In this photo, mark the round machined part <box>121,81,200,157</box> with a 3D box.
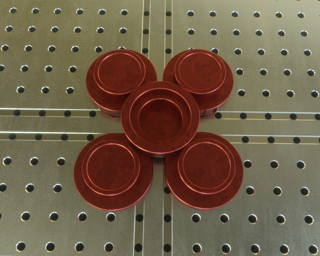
[{"bbox_3d":[0.001,-0.009,0.404,0.099,0.042,0.098,0,70,-1],"label":"round machined part"}]

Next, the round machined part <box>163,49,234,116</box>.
[{"bbox_3d":[0.053,-0.069,0.428,0.099,0.042,0.098,0,70,-1],"label":"round machined part"}]

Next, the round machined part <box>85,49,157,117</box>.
[{"bbox_3d":[-0.053,-0.068,0.426,0.099,0.042,0.098,0,70,-1],"label":"round machined part"}]

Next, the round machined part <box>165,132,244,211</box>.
[{"bbox_3d":[0.055,0.051,0.384,0.099,0.042,0.098,0,70,-1],"label":"round machined part"}]

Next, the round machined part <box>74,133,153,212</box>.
[{"bbox_3d":[-0.058,0.052,0.383,0.099,0.042,0.098,0,70,-1],"label":"round machined part"}]
